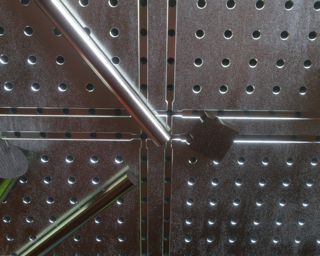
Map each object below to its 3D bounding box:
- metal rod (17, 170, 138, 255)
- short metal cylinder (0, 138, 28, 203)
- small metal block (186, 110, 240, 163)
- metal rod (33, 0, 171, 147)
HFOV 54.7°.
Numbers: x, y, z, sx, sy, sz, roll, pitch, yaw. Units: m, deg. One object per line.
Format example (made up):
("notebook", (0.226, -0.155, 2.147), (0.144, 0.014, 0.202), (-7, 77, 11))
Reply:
("metal rod", (-0.154, 0.161, 0.471), (0.300, 0.025, 0.025), (-38, 106, 12))
("short metal cylinder", (-0.223, 0.054, 0.402), (0.080, 0.080, 0.050), (35, 106, -12))
("small metal block", (0.070, 0.012, 0.418), (0.050, 0.025, 0.050), (26, 108, -10))
("metal rod", (-0.086, -0.094, 0.377), (0.025, 0.025, 0.300), (-36, 107, 12))
